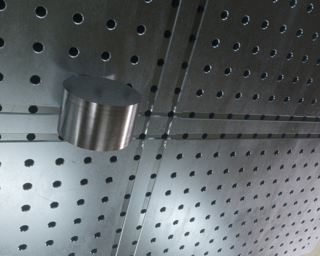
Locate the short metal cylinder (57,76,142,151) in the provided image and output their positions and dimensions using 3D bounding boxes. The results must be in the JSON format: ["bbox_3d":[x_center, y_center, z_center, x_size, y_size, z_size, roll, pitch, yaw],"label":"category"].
[{"bbox_3d":[-0.064,-0.018,0.329,0.081,0.080,0.050,1,118,-29],"label":"short metal cylinder"}]
